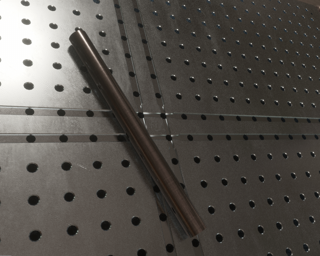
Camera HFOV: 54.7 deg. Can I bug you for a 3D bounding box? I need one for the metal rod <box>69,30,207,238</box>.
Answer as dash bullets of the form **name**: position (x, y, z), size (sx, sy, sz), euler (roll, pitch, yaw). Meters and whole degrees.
- **metal rod**: position (-0.034, -0.002, 0.391), size (0.025, 0.025, 0.299), euler (-23, 74, -37)
